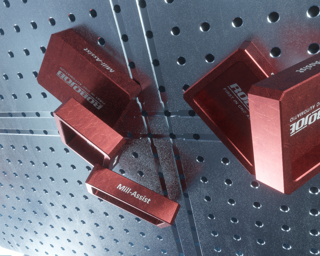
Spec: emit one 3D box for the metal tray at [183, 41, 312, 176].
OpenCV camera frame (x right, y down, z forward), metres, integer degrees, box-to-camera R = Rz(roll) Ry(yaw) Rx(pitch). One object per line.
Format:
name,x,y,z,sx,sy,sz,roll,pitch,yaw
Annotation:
metal tray,0.101,-0.017,0.344,0.130,0.030,0.090,48,129,-6

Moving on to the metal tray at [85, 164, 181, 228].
metal tray,-0.042,0.103,0.456,0.130,0.030,0.090,26,157,0

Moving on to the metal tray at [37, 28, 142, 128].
metal tray,-0.100,-0.060,0.425,0.130,0.030,0.090,39,129,1

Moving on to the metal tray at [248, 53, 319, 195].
metal tray,0.136,-0.013,0.266,0.030,0.131,0.090,26,135,54

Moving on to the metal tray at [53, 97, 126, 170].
metal tray,-0.098,0.018,0.433,0.090,0.030,0.130,38,158,2
